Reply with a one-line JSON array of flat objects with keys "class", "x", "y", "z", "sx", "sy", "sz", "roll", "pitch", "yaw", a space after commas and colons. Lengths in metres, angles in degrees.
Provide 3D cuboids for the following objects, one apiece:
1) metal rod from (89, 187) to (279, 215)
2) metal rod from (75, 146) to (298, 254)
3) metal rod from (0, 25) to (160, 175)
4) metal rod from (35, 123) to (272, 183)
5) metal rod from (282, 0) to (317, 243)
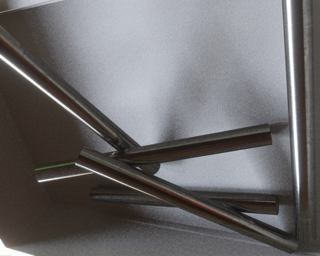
[{"class": "metal rod", "x": 0.017, "y": 0.106, "z": 0.463, "sx": 0.300, "sy": 0.025, "sz": 0.025, "roll": -4, "pitch": 117, "yaw": 29}, {"class": "metal rod", "x": 0.041, "y": 0.094, "z": 0.387, "sx": 0.301, "sy": 0.025, "sz": 0.025, "roll": 25, "pitch": 129, "yaw": -10}, {"class": "metal rod", "x": -0.095, "y": -0.025, "z": 0.360, "sx": 0.025, "sy": 0.025, "sz": 0.300, "roll": -15, "pitch": 137, "yaw": 34}, {"class": "metal rod", "x": -0.019, "y": 0.035, "z": 0.386, "sx": 0.301, "sy": 0.025, "sz": 0.025, "roll": -11, "pitch": 114, "yaw": 14}, {"class": "metal rod", "x": 0.152, "y": 0.006, "z": 0.331, "sx": 0.025, "sy": 0.025, "sz": 0.298, "roll": 0, "pitch": 119, "yaw": 28}]
